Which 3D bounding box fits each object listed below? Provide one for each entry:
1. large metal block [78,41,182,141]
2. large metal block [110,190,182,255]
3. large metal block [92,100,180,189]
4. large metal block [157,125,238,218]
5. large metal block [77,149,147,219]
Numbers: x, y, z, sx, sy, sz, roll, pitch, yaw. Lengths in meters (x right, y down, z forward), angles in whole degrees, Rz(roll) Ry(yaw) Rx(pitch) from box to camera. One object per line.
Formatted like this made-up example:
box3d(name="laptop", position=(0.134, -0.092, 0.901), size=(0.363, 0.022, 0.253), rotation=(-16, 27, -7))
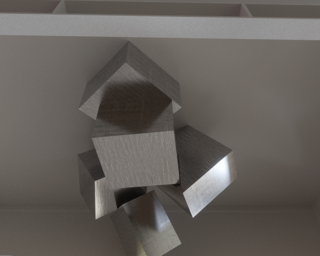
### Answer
box3d(name="large metal block", position=(-0.033, -0.038, 0.360), size=(0.080, 0.050, 0.080), rotation=(36, 121, -27))
box3d(name="large metal block", position=(-0.024, 0.145, 0.443), size=(0.050, 0.080, 0.080), rotation=(-20, 163, -30))
box3d(name="large metal block", position=(-0.022, 0.020, 0.344), size=(0.080, 0.050, 0.080), rotation=(-5, 130, 4))
box3d(name="large metal block", position=(0.039, 0.052, 0.397), size=(0.080, 0.080, 0.050), rotation=(-37, 131, -19))
box3d(name="large metal block", position=(-0.063, 0.067, 0.425), size=(0.081, 0.050, 0.079), rotation=(-19, 138, -30))
